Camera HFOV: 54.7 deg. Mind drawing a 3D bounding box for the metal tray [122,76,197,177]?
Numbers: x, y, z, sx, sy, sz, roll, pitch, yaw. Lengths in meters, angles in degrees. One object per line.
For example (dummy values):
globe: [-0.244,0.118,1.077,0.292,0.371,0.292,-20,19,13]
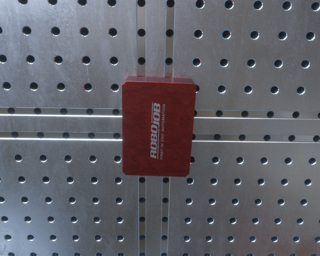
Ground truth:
metal tray: [-0.003,0.000,0.410,0.091,0.030,0.129,2,110,-1]
